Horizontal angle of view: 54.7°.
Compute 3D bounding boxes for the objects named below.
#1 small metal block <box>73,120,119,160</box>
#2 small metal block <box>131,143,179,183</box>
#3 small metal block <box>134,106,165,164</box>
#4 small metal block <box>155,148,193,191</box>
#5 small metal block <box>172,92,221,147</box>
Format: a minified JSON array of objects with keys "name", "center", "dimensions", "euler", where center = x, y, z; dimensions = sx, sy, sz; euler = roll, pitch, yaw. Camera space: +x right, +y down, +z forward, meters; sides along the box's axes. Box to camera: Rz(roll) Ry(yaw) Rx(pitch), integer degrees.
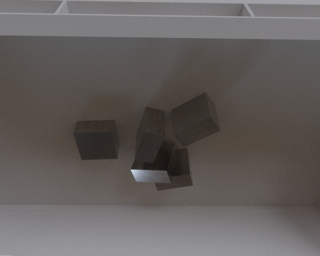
[{"name":"small metal block","center":[-0.085,0.017,0.422],"dimensions":[0.050,0.025,0.050],"euler":[-2,130,1]},{"name":"small metal block","center":[-0.006,0.047,0.425],"dimensions":[0.050,0.050,0.025],"euler":[-1,131,20]},{"name":"small metal block","center":[-0.013,0.009,0.400],"dimensions":[0.025,0.050,0.050],"euler":[13,129,-11]},{"name":"small metal block","center":[0.018,0.058,0.442],"dimensions":[0.050,0.050,0.025],"euler":[-10,130,8]},{"name":"small metal block","center":[0.043,-0.011,0.384],"dimensions":[0.050,0.050,0.025],"euler":[-26,125,20]}]
